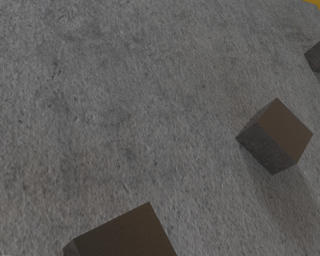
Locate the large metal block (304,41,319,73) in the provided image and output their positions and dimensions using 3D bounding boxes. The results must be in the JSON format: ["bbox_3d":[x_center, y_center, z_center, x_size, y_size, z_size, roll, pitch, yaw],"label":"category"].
[{"bbox_3d":[0.384,-0.163,0.679,0.081,0.080,0.050,2,61,-27],"label":"large metal block"}]

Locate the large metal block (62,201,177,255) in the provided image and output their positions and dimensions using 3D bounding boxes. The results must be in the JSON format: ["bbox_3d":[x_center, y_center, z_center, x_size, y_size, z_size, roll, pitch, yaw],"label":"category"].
[{"bbox_3d":[-0.034,0.128,0.293,0.081,0.050,0.080,-18,72,-35],"label":"large metal block"}]

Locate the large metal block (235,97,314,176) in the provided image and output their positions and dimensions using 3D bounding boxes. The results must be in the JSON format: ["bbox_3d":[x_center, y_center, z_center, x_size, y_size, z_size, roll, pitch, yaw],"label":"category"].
[{"bbox_3d":[0.177,0.012,0.479,0.080,0.050,0.080,46,51,4],"label":"large metal block"}]
